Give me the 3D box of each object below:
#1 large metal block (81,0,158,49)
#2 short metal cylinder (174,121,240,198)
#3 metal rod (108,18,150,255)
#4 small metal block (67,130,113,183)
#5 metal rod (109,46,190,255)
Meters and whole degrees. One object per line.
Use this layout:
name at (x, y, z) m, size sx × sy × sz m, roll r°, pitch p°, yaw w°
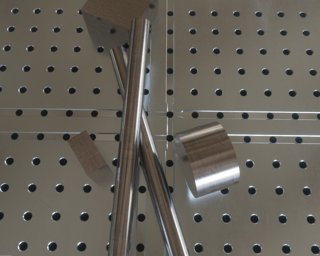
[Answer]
large metal block at (-0.057, -0.173, 0.461) m, size 0.080 × 0.050 × 0.080 m, roll 25°, pitch 72°, yaw 8°
short metal cylinder at (0.054, 0.037, 0.369) m, size 0.050 × 0.080 × 0.080 m, roll -17°, pitch 71°, yaw -6°
metal rod at (-0.037, 0.005, 0.385) m, size 0.025 × 0.025 × 0.299 m, roll 4°, pitch 79°, yaw 1°
small metal block at (-0.086, 0.037, 0.384) m, size 0.025 × 0.050 × 0.050 m, roll -32°, pitch 73°, yaw -11°
metal rod at (-0.018, 0.023, 0.403) m, size 0.025 × 0.025 × 0.299 m, roll -16°, pitch 71°, yaw -6°
